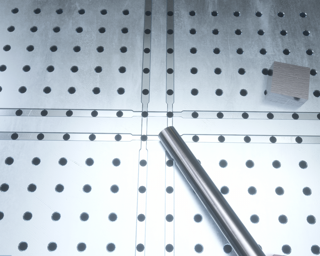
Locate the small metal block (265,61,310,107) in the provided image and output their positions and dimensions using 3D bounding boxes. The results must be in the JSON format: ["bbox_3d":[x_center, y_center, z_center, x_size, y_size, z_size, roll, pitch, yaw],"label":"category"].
[{"bbox_3d":[0.179,-0.062,0.435,0.050,0.025,0.050,12,70,4],"label":"small metal block"}]

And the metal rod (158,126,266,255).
[{"bbox_3d":[0.085,0.117,0.345,0.025,0.025,0.299,-29,64,-10],"label":"metal rod"}]
